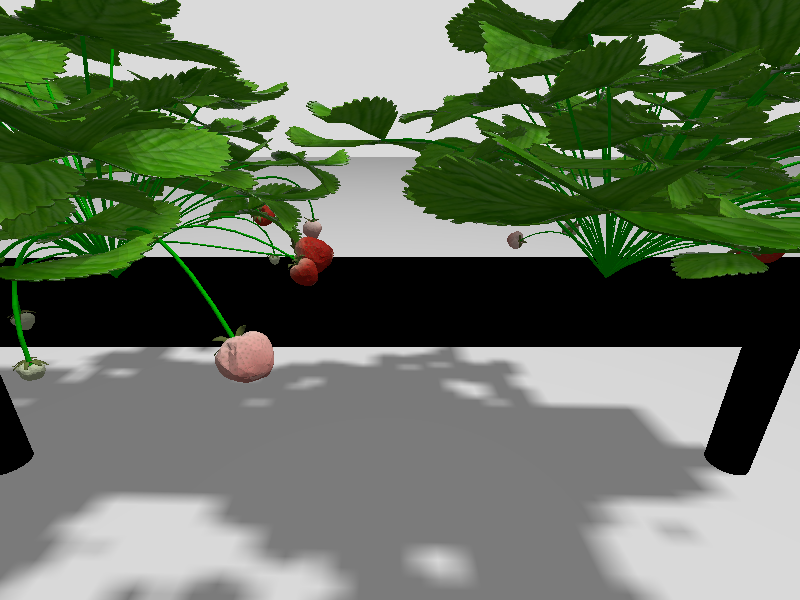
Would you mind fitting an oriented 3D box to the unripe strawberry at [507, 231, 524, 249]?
[{"bbox_3d":[0.133,-0.070,0.463,0.017,0.020,0.019,-11,19,-26],"label":"unripe strawberry"}]

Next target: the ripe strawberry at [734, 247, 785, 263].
[{"bbox_3d":[0.366,-0.056,0.403,0.042,0.036,0.042,-5,22,-14],"label":"ripe strawberry"}]

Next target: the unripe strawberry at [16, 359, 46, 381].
[{"bbox_3d":[-0.179,0.035,0.195,0.011,0.010,0.010,-9,23,-22],"label":"unripe strawberry"}]

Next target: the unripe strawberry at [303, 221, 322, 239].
[{"bbox_3d":[-0.110,-0.087,0.503,0.021,0.025,0.025,-20,29,-41],"label":"unripe strawberry"}]

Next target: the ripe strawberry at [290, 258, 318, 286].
[{"bbox_3d":[-0.080,-0.022,0.339,0.024,0.023,0.022,-32,13,19],"label":"ripe strawberry"}]

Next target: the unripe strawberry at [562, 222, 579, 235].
[{"bbox_3d":[0.221,-0.091,0.520,0.021,0.019,0.019,4,-5,10],"label":"unripe strawberry"}]

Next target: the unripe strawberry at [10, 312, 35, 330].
[{"bbox_3d":[-0.231,0.013,0.246,0.011,0.011,0.010,-5,22,-12],"label":"unripe strawberry"}]

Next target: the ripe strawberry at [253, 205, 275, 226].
[{"bbox_3d":[-0.196,-0.125,0.584,0.031,0.035,0.033,6,4,14],"label":"ripe strawberry"}]

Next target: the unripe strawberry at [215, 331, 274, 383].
[{"bbox_3d":[-0.077,0.030,0.203,0.028,0.025,0.026,-21,51,-43],"label":"unripe strawberry"}]

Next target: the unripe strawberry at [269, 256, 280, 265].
[{"bbox_3d":[-0.117,-0.038,0.374,0.010,0.010,0.009,-2,22,-5],"label":"unripe strawberry"}]

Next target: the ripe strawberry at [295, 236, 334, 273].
[{"bbox_3d":[-0.079,-0.041,0.369,0.034,0.035,0.031,-1,22,-3],"label":"ripe strawberry"}]
